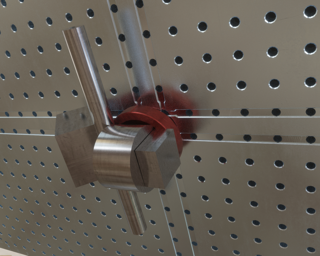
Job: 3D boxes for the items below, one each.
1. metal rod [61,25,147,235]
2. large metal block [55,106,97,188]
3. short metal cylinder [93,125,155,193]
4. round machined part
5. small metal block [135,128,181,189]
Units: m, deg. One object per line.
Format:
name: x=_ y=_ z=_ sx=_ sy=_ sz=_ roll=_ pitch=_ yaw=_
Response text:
metal rod: x=-0.064 y=0.021 z=0.402 sx=0.025 sy=0.025 sz=0.298 roll=1 pitch=119 yaw=27
large metal block: x=-0.108 y=0.023 z=0.437 sx=0.050 sy=0.080 sz=0.079 roll=-18 pitch=116 yaw=-9
short metal cylinder: x=-0.036 y=0.036 z=0.376 sx=0.050 sy=0.080 sz=0.079 roll=1 pitch=119 yaw=27
round machined part: x=-0.015 y=0.013 z=0.413 sx=0.098 sy=0.042 sz=0.097 roll=13 pitch=124 yaw=20
small metal block: x=-0.001 y=0.034 z=0.361 sx=0.025 sy=0.050 sz=0.050 roll=1 pitch=119 yaw=27
